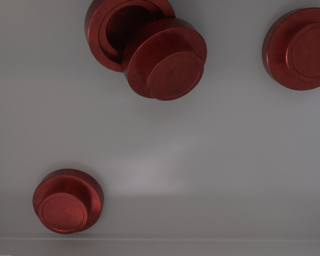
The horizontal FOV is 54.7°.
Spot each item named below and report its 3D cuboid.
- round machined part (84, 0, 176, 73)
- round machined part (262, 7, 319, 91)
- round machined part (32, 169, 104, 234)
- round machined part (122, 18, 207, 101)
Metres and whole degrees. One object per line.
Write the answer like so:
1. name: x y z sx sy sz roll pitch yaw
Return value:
1. round machined part: -0.035 -0.114 0.345 0.099 0.042 0.097 -15 138 -13
2. round machined part: 0.177 -0.092 0.370 0.099 0.042 0.097 0 110 0
3. round machined part: -0.133 0.111 0.442 0.099 0.042 0.097 0 110 0
4. round machined part: 0.010 -0.069 0.350 0.099 0.042 0.097 -18 143 -14
